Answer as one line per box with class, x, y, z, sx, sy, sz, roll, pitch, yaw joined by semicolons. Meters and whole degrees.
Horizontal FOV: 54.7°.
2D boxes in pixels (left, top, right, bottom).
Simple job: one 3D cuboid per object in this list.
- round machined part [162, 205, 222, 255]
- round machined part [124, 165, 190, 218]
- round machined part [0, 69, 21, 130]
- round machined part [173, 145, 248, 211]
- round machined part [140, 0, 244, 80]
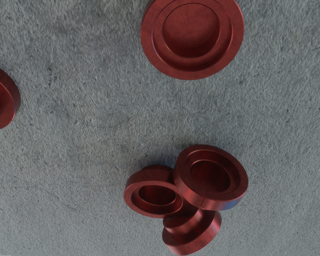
round machined part;0.044;0.147;0.489;0.098;0.098;0.042;-28;106;22
round machined part;-0.003;0.093;0.470;0.099;0.042;0.097;4;133;4
round machined part;-0.223;-0.032;0.367;0.099;0.042;0.097;0;130;0
round machined part;0.065;0.071;0.420;0.099;0.098;0.042;9;129;-8
round machined part;0.031;-0.100;0.311;0.099;0.042;0.097;0;130;0
